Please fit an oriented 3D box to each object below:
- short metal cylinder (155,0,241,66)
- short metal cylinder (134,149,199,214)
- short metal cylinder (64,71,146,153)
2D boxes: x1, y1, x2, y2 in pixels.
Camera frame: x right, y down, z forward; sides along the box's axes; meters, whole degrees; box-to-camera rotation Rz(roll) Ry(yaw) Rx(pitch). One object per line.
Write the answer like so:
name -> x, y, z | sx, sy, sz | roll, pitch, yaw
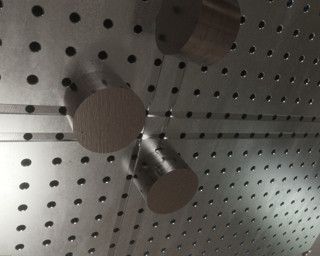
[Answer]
short metal cylinder -> 0.038, -0.111, 0.329 | 0.050, 0.080, 0.079 | 9, 114, -33
short metal cylinder -> 0.008, 0.077, 0.449 | 0.081, 0.050, 0.079 | -14, 124, -21
short metal cylinder -> -0.063, -0.018, 0.350 | 0.081, 0.050, 0.079 | -14, 125, -21
